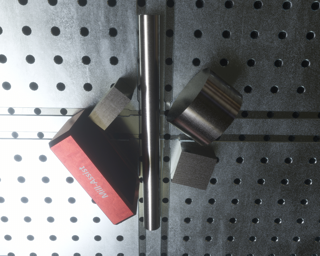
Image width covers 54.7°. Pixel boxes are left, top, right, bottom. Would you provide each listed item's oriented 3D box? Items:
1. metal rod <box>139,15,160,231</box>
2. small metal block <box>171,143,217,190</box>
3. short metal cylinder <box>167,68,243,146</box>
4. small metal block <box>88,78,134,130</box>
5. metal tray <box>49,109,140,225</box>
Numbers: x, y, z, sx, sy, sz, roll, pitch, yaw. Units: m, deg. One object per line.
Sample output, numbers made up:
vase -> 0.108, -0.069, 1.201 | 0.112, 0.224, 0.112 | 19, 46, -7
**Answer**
metal rod -> -0.012, 0.007, 0.415 | 0.025, 0.025, 0.298 | 0, 110, 0
small metal block -> 0.047, 0.055, 0.435 | 0.050, 0.025, 0.050 | 14, 109, -6
short metal cylinder -> 0.053, -0.026, 0.375 | 0.050, 0.080, 0.080 | 36, 106, -13
small metal block -> -0.060, -0.031, 0.387 | 0.025, 0.050, 0.050 | 40, 105, -14
metal tray -> -0.076, 0.047, 0.394 | 0.030, 0.090, 0.130 | -31, 108, 10
